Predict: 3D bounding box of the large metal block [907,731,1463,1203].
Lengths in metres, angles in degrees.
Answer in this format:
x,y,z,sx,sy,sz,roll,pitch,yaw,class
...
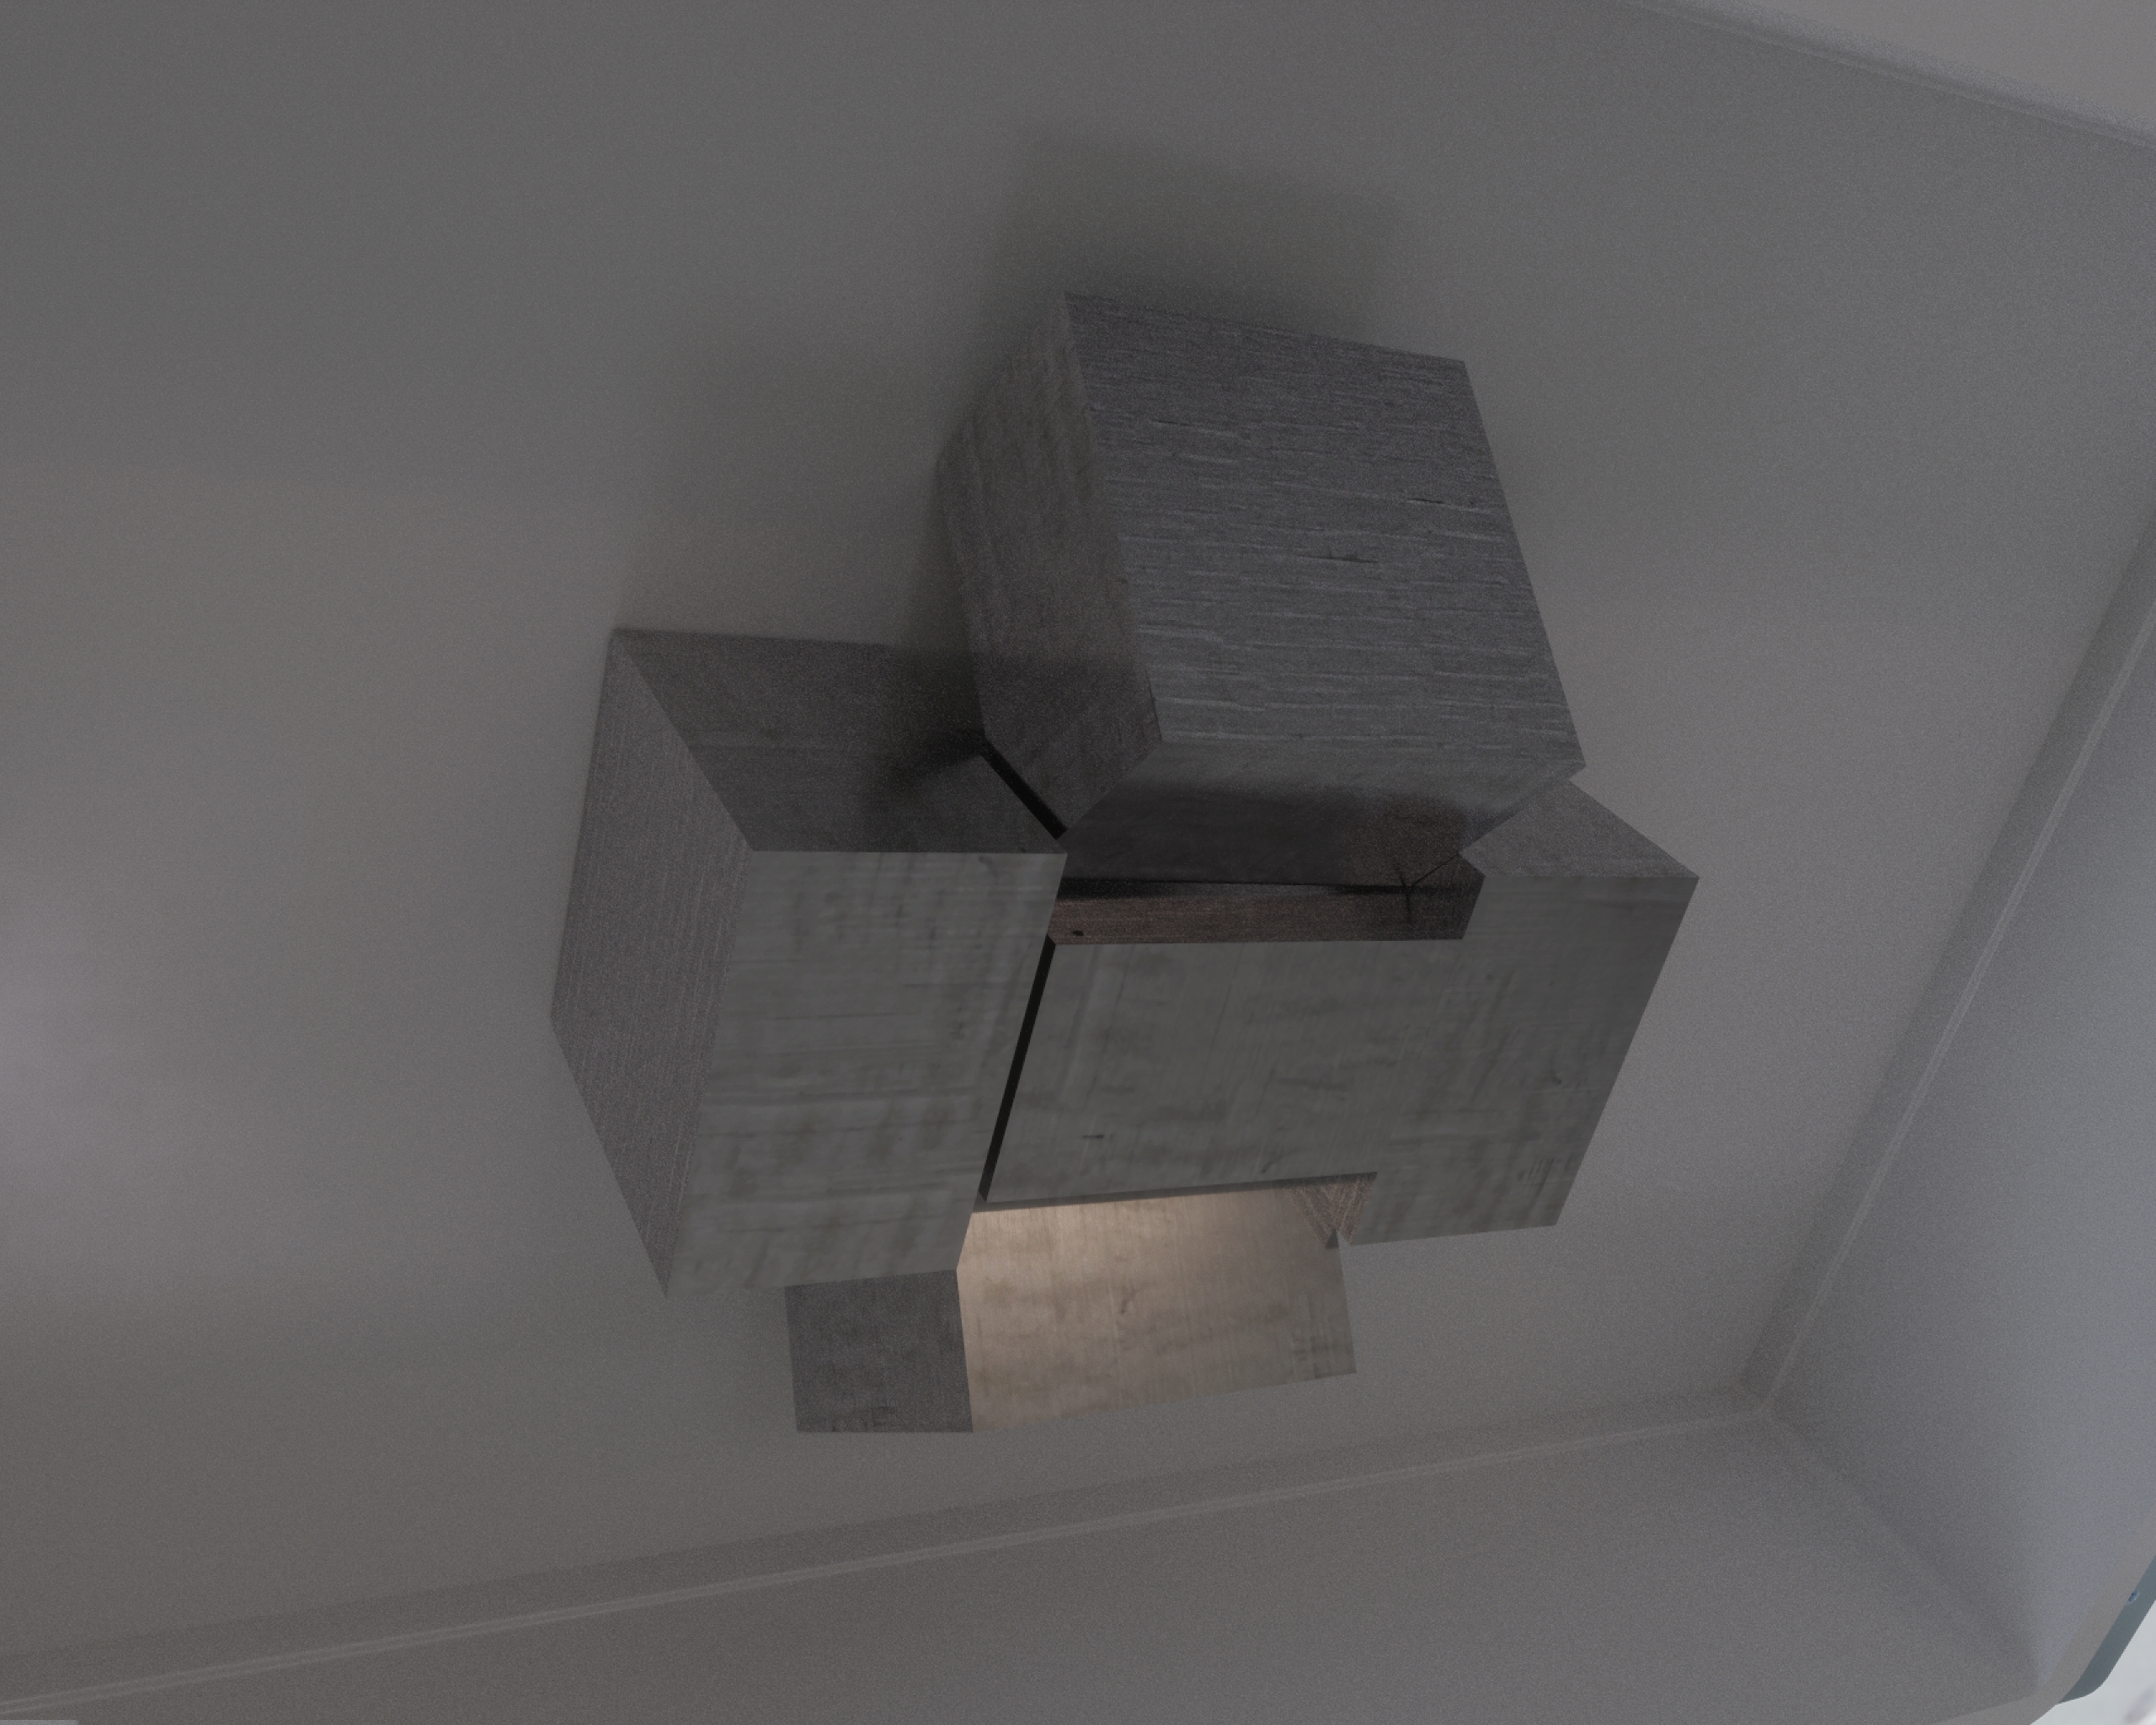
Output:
x,y,z,sx,sy,sz,roll,pitch,yaw,class
0.009,0.016,0.386,0.081,0.080,0.050,1,118,-29,large metal block

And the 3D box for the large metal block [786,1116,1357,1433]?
x,y,z,sx,sy,sz,roll,pitch,yaw,class
-0.005,0.081,0.410,0.081,0.080,0.050,0,77,-30,large metal block

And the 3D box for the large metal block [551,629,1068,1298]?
x,y,z,sx,sy,sz,roll,pitch,yaw,class
-0.050,0.014,0.353,0.050,0.080,0.079,1,118,-29,large metal block

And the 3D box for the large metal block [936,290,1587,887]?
x,y,z,sx,sy,sz,roll,pitch,yaw,class
0.029,-0.043,0.353,0.081,0.080,0.050,1,155,-29,large metal block

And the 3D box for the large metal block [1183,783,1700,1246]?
x,y,z,sx,sy,sz,roll,pitch,yaw,class
0.066,0.018,0.419,0.050,0.080,0.079,1,118,-29,large metal block
